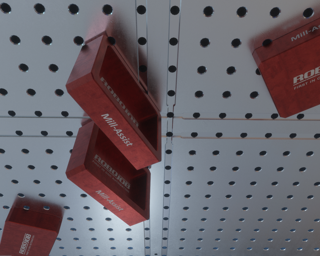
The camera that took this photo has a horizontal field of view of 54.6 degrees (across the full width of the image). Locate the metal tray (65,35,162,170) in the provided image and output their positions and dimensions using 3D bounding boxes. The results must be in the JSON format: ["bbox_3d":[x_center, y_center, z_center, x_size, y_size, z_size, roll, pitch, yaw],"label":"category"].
[{"bbox_3d":[-0.042,-0.027,0.345,0.030,0.090,0.130,-23,127,18],"label":"metal tray"}]

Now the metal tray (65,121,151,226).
[{"bbox_3d":[-0.062,0.061,0.420,0.030,0.090,0.130,-27,125,21],"label":"metal tray"}]

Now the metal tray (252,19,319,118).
[{"bbox_3d":[0.183,-0.074,0.347,0.130,0.030,0.090,-24,126,19],"label":"metal tray"}]

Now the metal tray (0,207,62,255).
[{"bbox_3d":[-0.245,0.205,0.580,0.091,0.030,0.129,19,128,-16],"label":"metal tray"}]
